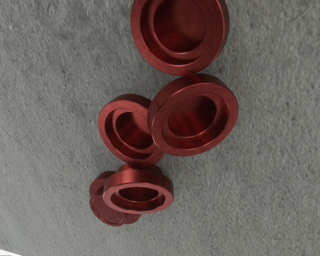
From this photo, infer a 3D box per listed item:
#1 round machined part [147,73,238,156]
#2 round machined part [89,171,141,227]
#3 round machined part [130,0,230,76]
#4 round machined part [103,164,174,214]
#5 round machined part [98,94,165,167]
[{"bbox_3d":[0.033,-0.018,0.345,0.099,0.042,0.097,-10,130,-12],"label":"round machined part"},{"bbox_3d":[-0.076,0.123,0.510,0.098,0.042,0.097,13,124,20],"label":"round machined part"},{"bbox_3d":[0.023,-0.107,0.317,0.098,0.042,0.097,13,124,20],"label":"round machined part"},{"bbox_3d":[-0.030,0.084,0.444,0.099,0.042,0.097,0,141,0],"label":"round machined part"},{"bbox_3d":[-0.029,-0.001,0.409,0.098,0.042,0.097,13,124,20],"label":"round machined part"}]
